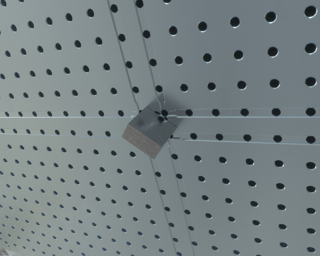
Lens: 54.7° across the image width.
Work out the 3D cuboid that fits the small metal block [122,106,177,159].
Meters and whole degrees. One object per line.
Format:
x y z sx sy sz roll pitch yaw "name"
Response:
-0.013 0.005 0.403 0.050 0.050 0.025 35 129 5 "small metal block"
